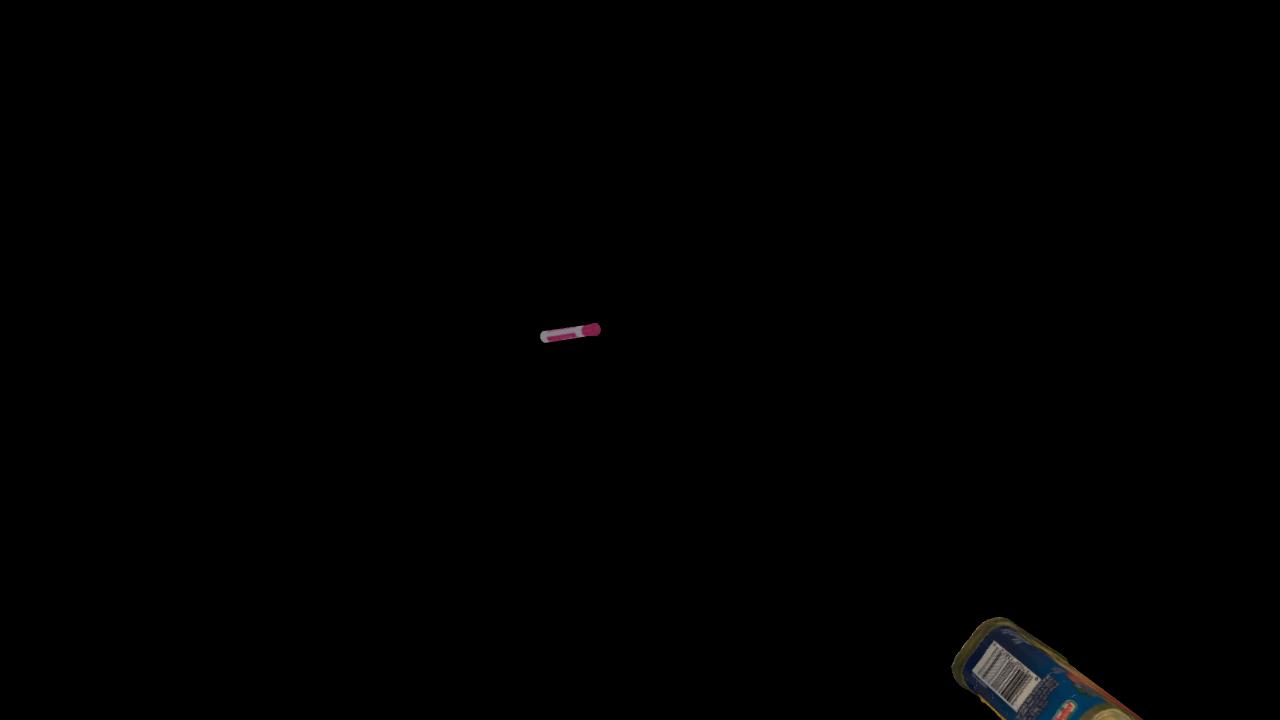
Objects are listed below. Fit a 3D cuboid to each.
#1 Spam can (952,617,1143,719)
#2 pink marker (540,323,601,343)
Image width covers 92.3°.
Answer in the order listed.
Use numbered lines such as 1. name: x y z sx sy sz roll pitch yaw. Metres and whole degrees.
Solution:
1. Spam can: 0.275 0.230 0.401 0.101 0.058 0.085 33 3 -17
2. pink marker: -0.104 -0.040 0.921 0.121 0.020 0.020 -5 -3 41
